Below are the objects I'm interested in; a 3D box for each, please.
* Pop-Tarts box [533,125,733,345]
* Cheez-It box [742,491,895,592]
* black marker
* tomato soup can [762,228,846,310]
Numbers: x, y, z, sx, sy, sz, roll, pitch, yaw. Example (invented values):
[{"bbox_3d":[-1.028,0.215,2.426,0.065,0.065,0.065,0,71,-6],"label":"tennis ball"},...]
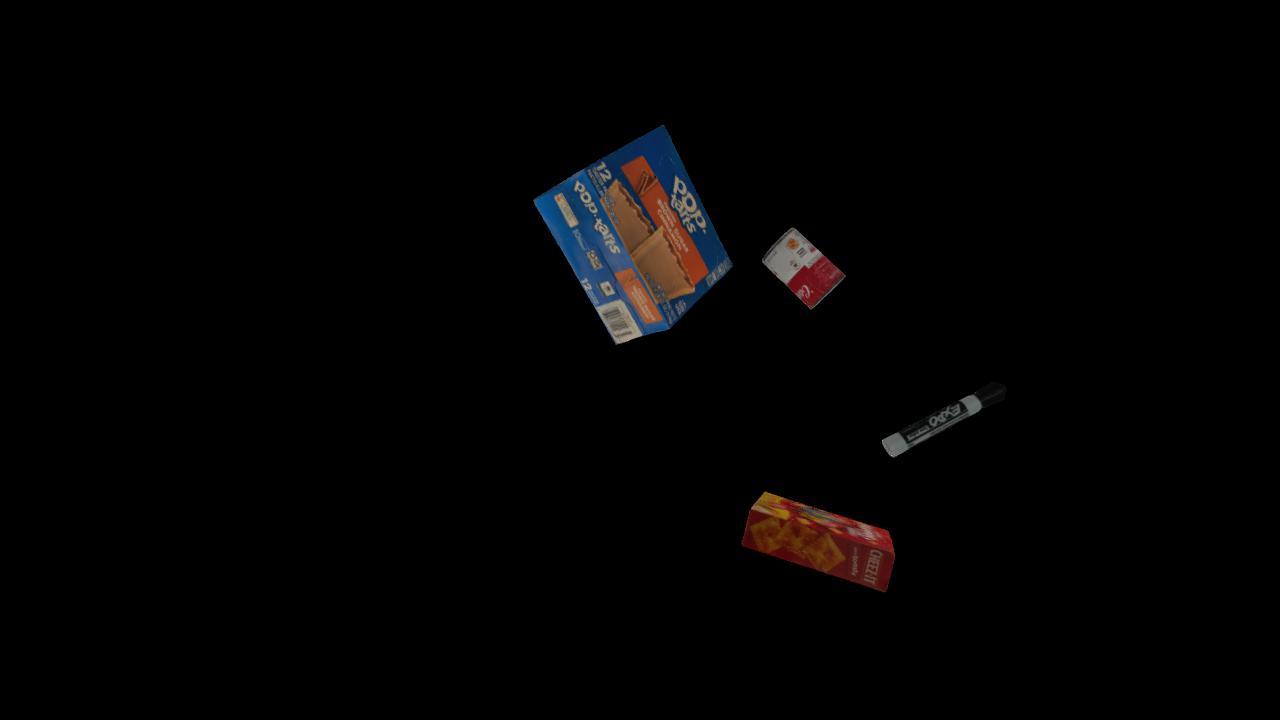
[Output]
[{"bbox_3d":[0.000,-0.127,0.626,0.083,0.167,0.141,-12,24,44],"label":"Pop-Tarts box"},{"bbox_3d":[0.293,0.291,1.010,0.223,0.071,0.166,14,2,19],"label":"Cheez-It box"},{"bbox_3d":[0.282,0.054,0.569,0.121,0.020,0.020,-28,-1,1],"label":"black marker"},{"bbox_3d":[0.230,-0.130,0.870,0.068,0.101,0.068,-42,-8,-8],"label":"tomato soup can"}]
